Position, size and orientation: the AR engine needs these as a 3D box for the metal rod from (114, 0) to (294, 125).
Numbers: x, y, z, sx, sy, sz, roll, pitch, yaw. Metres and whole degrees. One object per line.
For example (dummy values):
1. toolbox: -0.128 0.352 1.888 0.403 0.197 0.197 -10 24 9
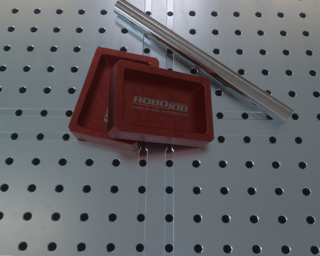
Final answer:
1. metal rod: 0.055 -0.102 0.449 0.300 0.025 0.025 37 74 12

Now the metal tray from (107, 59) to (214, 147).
1. metal tray: 0.003 -0.028 0.390 0.131 0.030 0.090 7 70 -24

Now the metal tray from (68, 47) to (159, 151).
1. metal tray: -0.059 -0.042 0.423 0.090 0.030 0.130 13 70 4
